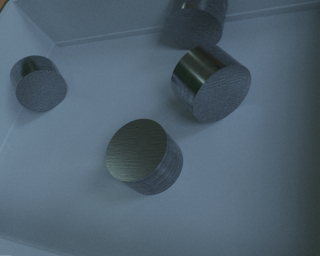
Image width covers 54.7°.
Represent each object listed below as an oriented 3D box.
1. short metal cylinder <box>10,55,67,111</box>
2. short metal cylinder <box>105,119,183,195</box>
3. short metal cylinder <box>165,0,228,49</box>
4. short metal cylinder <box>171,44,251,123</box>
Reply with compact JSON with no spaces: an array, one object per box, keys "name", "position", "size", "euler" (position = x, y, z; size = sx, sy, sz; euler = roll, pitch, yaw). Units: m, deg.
[{"name":"short metal cylinder","position":[-0.206,-0.075,0.525],"size":[0.080,0.080,0.050],"euler":[-40,51,1]},{"name":"short metal cylinder","position":[-0.018,0.036,0.378],"size":[0.080,0.050,0.080],"euler":[-13,56,21]},{"name":"short metal cylinder","position":[0.052,-0.157,0.440],"size":[0.080,0.080,0.050],"euler":[1,62,28]},{"name":"short metal cylinder","position":[0.060,-0.053,0.371],"size":[0.080,0.080,0.050],"euler":[-39,51,2]}]
